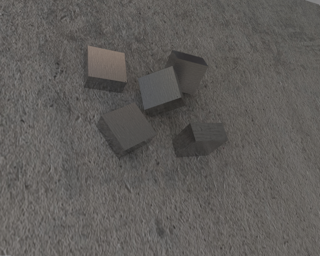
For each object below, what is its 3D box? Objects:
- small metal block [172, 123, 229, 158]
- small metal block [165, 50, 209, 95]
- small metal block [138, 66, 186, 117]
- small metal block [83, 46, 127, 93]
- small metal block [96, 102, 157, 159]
[{"bbox_3d":[0.052,0.016,0.405,0.050,0.050,0.025,-1,62,-29],"label":"small metal block"},{"bbox_3d":[0.034,-0.080,0.451,0.050,0.050,0.025,9,37,-24],"label":"small metal block"},{"bbox_3d":[0.002,-0.049,0.417,0.050,0.025,0.050,-18,64,11],"label":"small metal block"},{"bbox_3d":[-0.073,-0.077,0.411,0.050,0.025,0.050,6,59,-25],"label":"small metal block"},{"bbox_3d":[-0.041,0.002,0.380,0.050,0.025,0.050,-27,76,-37],"label":"small metal block"}]
